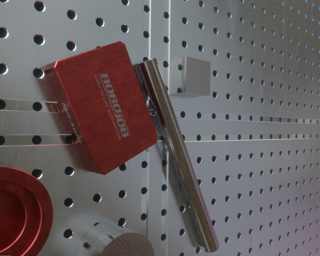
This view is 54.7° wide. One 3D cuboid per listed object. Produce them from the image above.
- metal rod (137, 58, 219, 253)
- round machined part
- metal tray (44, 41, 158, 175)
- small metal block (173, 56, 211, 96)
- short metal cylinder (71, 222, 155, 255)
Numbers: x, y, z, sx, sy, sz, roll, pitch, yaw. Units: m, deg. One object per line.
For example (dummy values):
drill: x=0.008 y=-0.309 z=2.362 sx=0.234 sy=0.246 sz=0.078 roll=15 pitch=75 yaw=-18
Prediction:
metal rod: x=0.031 y=0.049 z=0.437 sx=0.025 sy=0.025 sz=0.298 roll=-32 pitch=110 yaw=-36
round machined part: x=-0.151 y=0.081 z=0.273 sx=0.099 sy=0.042 sz=0.097 roll=0 pitch=91 yaw=-40
metal tray: x=-0.062 y=-0.024 z=0.355 sx=0.091 sy=0.030 sz=0.129 roll=-31 pitch=110 yaw=-36
small metal block: x=0.047 y=-0.073 z=0.451 sx=0.050 sy=0.025 sz=0.050 roll=2 pitch=89 yaw=-40
short metal cylinder: x=-0.053 y=0.153 z=0.351 sx=0.081 sy=0.050 sz=0.079 roll=0 pitch=90 yaw=-40
